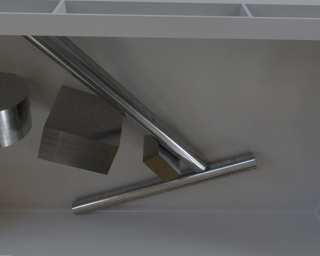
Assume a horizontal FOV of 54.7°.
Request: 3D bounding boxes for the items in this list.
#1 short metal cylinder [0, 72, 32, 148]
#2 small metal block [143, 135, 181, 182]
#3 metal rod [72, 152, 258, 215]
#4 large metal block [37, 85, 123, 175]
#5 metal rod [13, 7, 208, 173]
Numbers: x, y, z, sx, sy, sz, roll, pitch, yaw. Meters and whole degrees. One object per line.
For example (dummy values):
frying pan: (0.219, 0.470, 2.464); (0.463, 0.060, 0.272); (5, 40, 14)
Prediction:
short metal cylinder: (-0.191, -0.022, 0.352); (0.081, 0.080, 0.050); (7, 130, -7)
small metal block: (0.003, 0.037, 0.425); (0.025, 0.050, 0.050); (-29, 125, 22)
metal rod: (-0.001, 0.091, 0.486); (0.301, 0.025, 0.025); (-17, 128, 13)
large metal block: (-0.091, 0.001, 0.373); (0.081, 0.080, 0.050); (16, 128, -14)
metal rod: (-0.028, -0.019, 0.360); (0.025, 0.025, 0.301); (-29, 134, 22)
